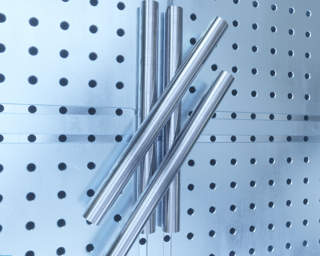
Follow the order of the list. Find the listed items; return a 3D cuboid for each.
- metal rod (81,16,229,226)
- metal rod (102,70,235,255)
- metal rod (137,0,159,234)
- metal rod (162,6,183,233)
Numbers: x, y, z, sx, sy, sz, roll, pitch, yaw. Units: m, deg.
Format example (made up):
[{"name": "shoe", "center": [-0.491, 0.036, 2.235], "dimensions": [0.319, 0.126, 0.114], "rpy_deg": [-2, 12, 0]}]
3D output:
[{"name": "metal rod", "center": [0.000, -0.017, 0.387], "dimensions": [0.025, 0.025, 0.300], "rpy_deg": [37, 78, -17]}, {"name": "metal rod", "center": [0.010, 0.053, 0.389], "dimensions": [0.025, 0.025, 0.300], "rpy_deg": [36, 78, -17]}, {"name": "metal rod", "center": [-0.016, -0.014, 0.407], "dimensions": [0.025, 0.025, 0.298], "rpy_deg": [1, 90, -20]}, {"name": "metal rod", "center": [0.017, -0.011, 0.419], "dimensions": [0.025, 0.025, 0.298], "rpy_deg": [1, 90, -20]}]
